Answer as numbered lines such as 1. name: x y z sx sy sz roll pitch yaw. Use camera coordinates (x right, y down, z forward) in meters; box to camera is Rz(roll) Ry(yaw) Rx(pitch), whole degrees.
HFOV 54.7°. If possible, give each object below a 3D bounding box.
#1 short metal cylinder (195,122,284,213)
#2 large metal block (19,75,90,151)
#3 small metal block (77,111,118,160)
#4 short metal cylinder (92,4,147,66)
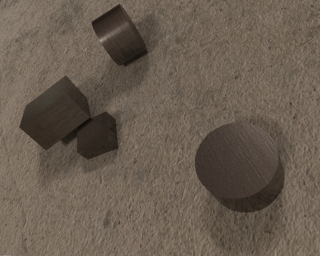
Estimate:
1. short metal cylinder: 0.082 0.041 0.319 0.080 0.050 0.080 -13 56 20
2. large metal block: -0.156 -0.025 0.467 0.080 0.050 0.080 -37 30 3
3. small metal block: -0.090 0.011 0.442 0.050 0.025 0.050 -21 54 15
4. short metal cylinder: -0.063 -0.146 0.489 0.050 0.080 0.080 -29 52 9
